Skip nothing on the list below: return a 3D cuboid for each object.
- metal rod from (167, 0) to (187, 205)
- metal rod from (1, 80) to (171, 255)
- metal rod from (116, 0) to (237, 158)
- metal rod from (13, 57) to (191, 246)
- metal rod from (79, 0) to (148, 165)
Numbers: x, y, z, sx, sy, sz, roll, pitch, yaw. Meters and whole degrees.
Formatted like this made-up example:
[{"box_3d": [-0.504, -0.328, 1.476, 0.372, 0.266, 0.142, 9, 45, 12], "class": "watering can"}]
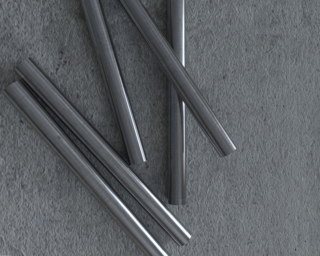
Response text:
[{"box_3d": [0.022, -0.048, 0.416, 0.025, 0.025, 0.298, 0, 90, -20], "class": "metal rod"}, {"box_3d": [-0.078, 0.069, 0.380, 0.025, 0.025, 0.300, -41, 103, -15], "class": "metal rod"}, {"box_3d": [0.004, -0.093, 0.388, 0.025, 0.025, 0.299, -35, 93, -17], "class": "metal rod"}, {"box_3d": [-0.062, 0.039, 0.386, 0.025, 0.025, 0.300, -44, 104, -15], "class": "metal rod"}, {"box_3d": [-0.069, -0.099, 0.383, 0.025, 0.025, 0.298, -18, 96, -19], "class": "metal rod"}]
